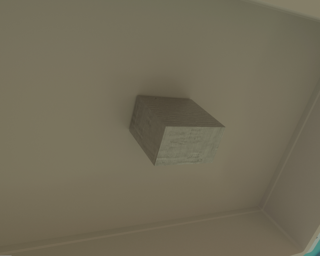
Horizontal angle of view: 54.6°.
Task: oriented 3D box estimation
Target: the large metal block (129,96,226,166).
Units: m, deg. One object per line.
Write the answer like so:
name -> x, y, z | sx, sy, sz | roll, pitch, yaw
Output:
large metal block -> 0.018, 0.001, 0.380 | 0.081, 0.080, 0.050 | 1, 118, -29
